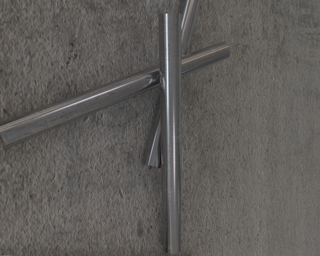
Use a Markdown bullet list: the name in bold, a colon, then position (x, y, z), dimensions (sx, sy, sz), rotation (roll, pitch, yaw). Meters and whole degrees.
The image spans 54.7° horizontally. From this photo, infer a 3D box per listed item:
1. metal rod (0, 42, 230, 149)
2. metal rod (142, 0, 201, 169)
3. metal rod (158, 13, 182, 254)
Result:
- **metal rod**: position (-0.029, -0.050, 0.358), dimensions (0.302, 0.025, 0.025), rotation (-26, 107, -30)
- **metal rod**: position (0.024, -0.093, 0.423), dimensions (0.025, 0.025, 0.299), rotation (22, 76, -38)
- **metal rod**: position (0.014, 0.020, 0.377), dimensions (0.025, 0.025, 0.298), rotation (-15, 112, -39)
